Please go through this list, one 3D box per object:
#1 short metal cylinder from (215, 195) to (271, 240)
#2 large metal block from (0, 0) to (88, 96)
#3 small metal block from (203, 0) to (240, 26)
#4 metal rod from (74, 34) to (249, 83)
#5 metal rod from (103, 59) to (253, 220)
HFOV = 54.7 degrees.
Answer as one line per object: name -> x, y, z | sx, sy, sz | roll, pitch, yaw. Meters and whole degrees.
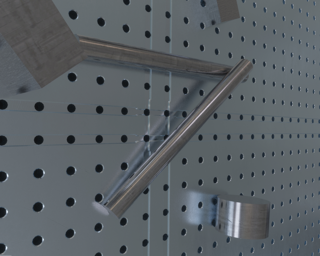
short metal cylinder -> 0.128, 0.136, 0.481 | 0.081, 0.080, 0.050 | 7, 86, -40
large metal block -> -0.122, -0.078, 0.271 | 0.050, 0.080, 0.080 | -45, 117, -30
small metal block -> 0.097, -0.193, 0.490 | 0.050, 0.025, 0.050 | -26, 107, -37
metal rod -> 0.024, -0.088, 0.429 | 0.302, 0.025, 0.025 | 0, 90, -40
metal rod -> 0.039, 0.000, 0.423 | 0.301, 0.025, 0.025 | -46, 118, -24
